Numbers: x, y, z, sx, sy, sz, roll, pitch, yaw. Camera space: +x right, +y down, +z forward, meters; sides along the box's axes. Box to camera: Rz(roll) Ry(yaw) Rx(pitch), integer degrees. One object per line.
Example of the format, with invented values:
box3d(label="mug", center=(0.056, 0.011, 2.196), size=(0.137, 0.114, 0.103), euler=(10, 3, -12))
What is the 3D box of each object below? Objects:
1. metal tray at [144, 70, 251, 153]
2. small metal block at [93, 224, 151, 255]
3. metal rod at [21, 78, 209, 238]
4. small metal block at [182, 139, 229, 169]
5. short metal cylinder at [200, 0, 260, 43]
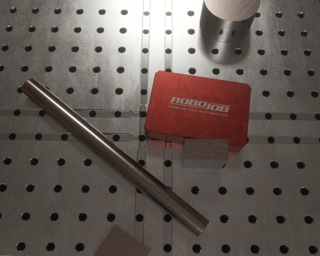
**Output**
box3d(label="metal tray", center=(0.051, -0.023, 0.418), size=(0.131, 0.030, 0.090), euler=(9, 70, 3))
box3d(label="small metal block", center=(-0.045, 0.148, 0.357), size=(0.050, 0.025, 0.050), euler=(32, 73, 11))
box3d(label="metal rod", center=(-0.065, 0.031, 0.399), size=(0.300, 0.025, 0.025), euler=(38, 74, 12))
box3d(label="small metal block", center=(0.055, 0.033, 0.387), size=(0.050, 0.050, 0.025), euler=(1, 70, 0))
box3d(label="short metal cylinder", center=(0.103, -0.177, 0.464), size=(0.081, 0.050, 0.080), euler=(0, 70, 0))
